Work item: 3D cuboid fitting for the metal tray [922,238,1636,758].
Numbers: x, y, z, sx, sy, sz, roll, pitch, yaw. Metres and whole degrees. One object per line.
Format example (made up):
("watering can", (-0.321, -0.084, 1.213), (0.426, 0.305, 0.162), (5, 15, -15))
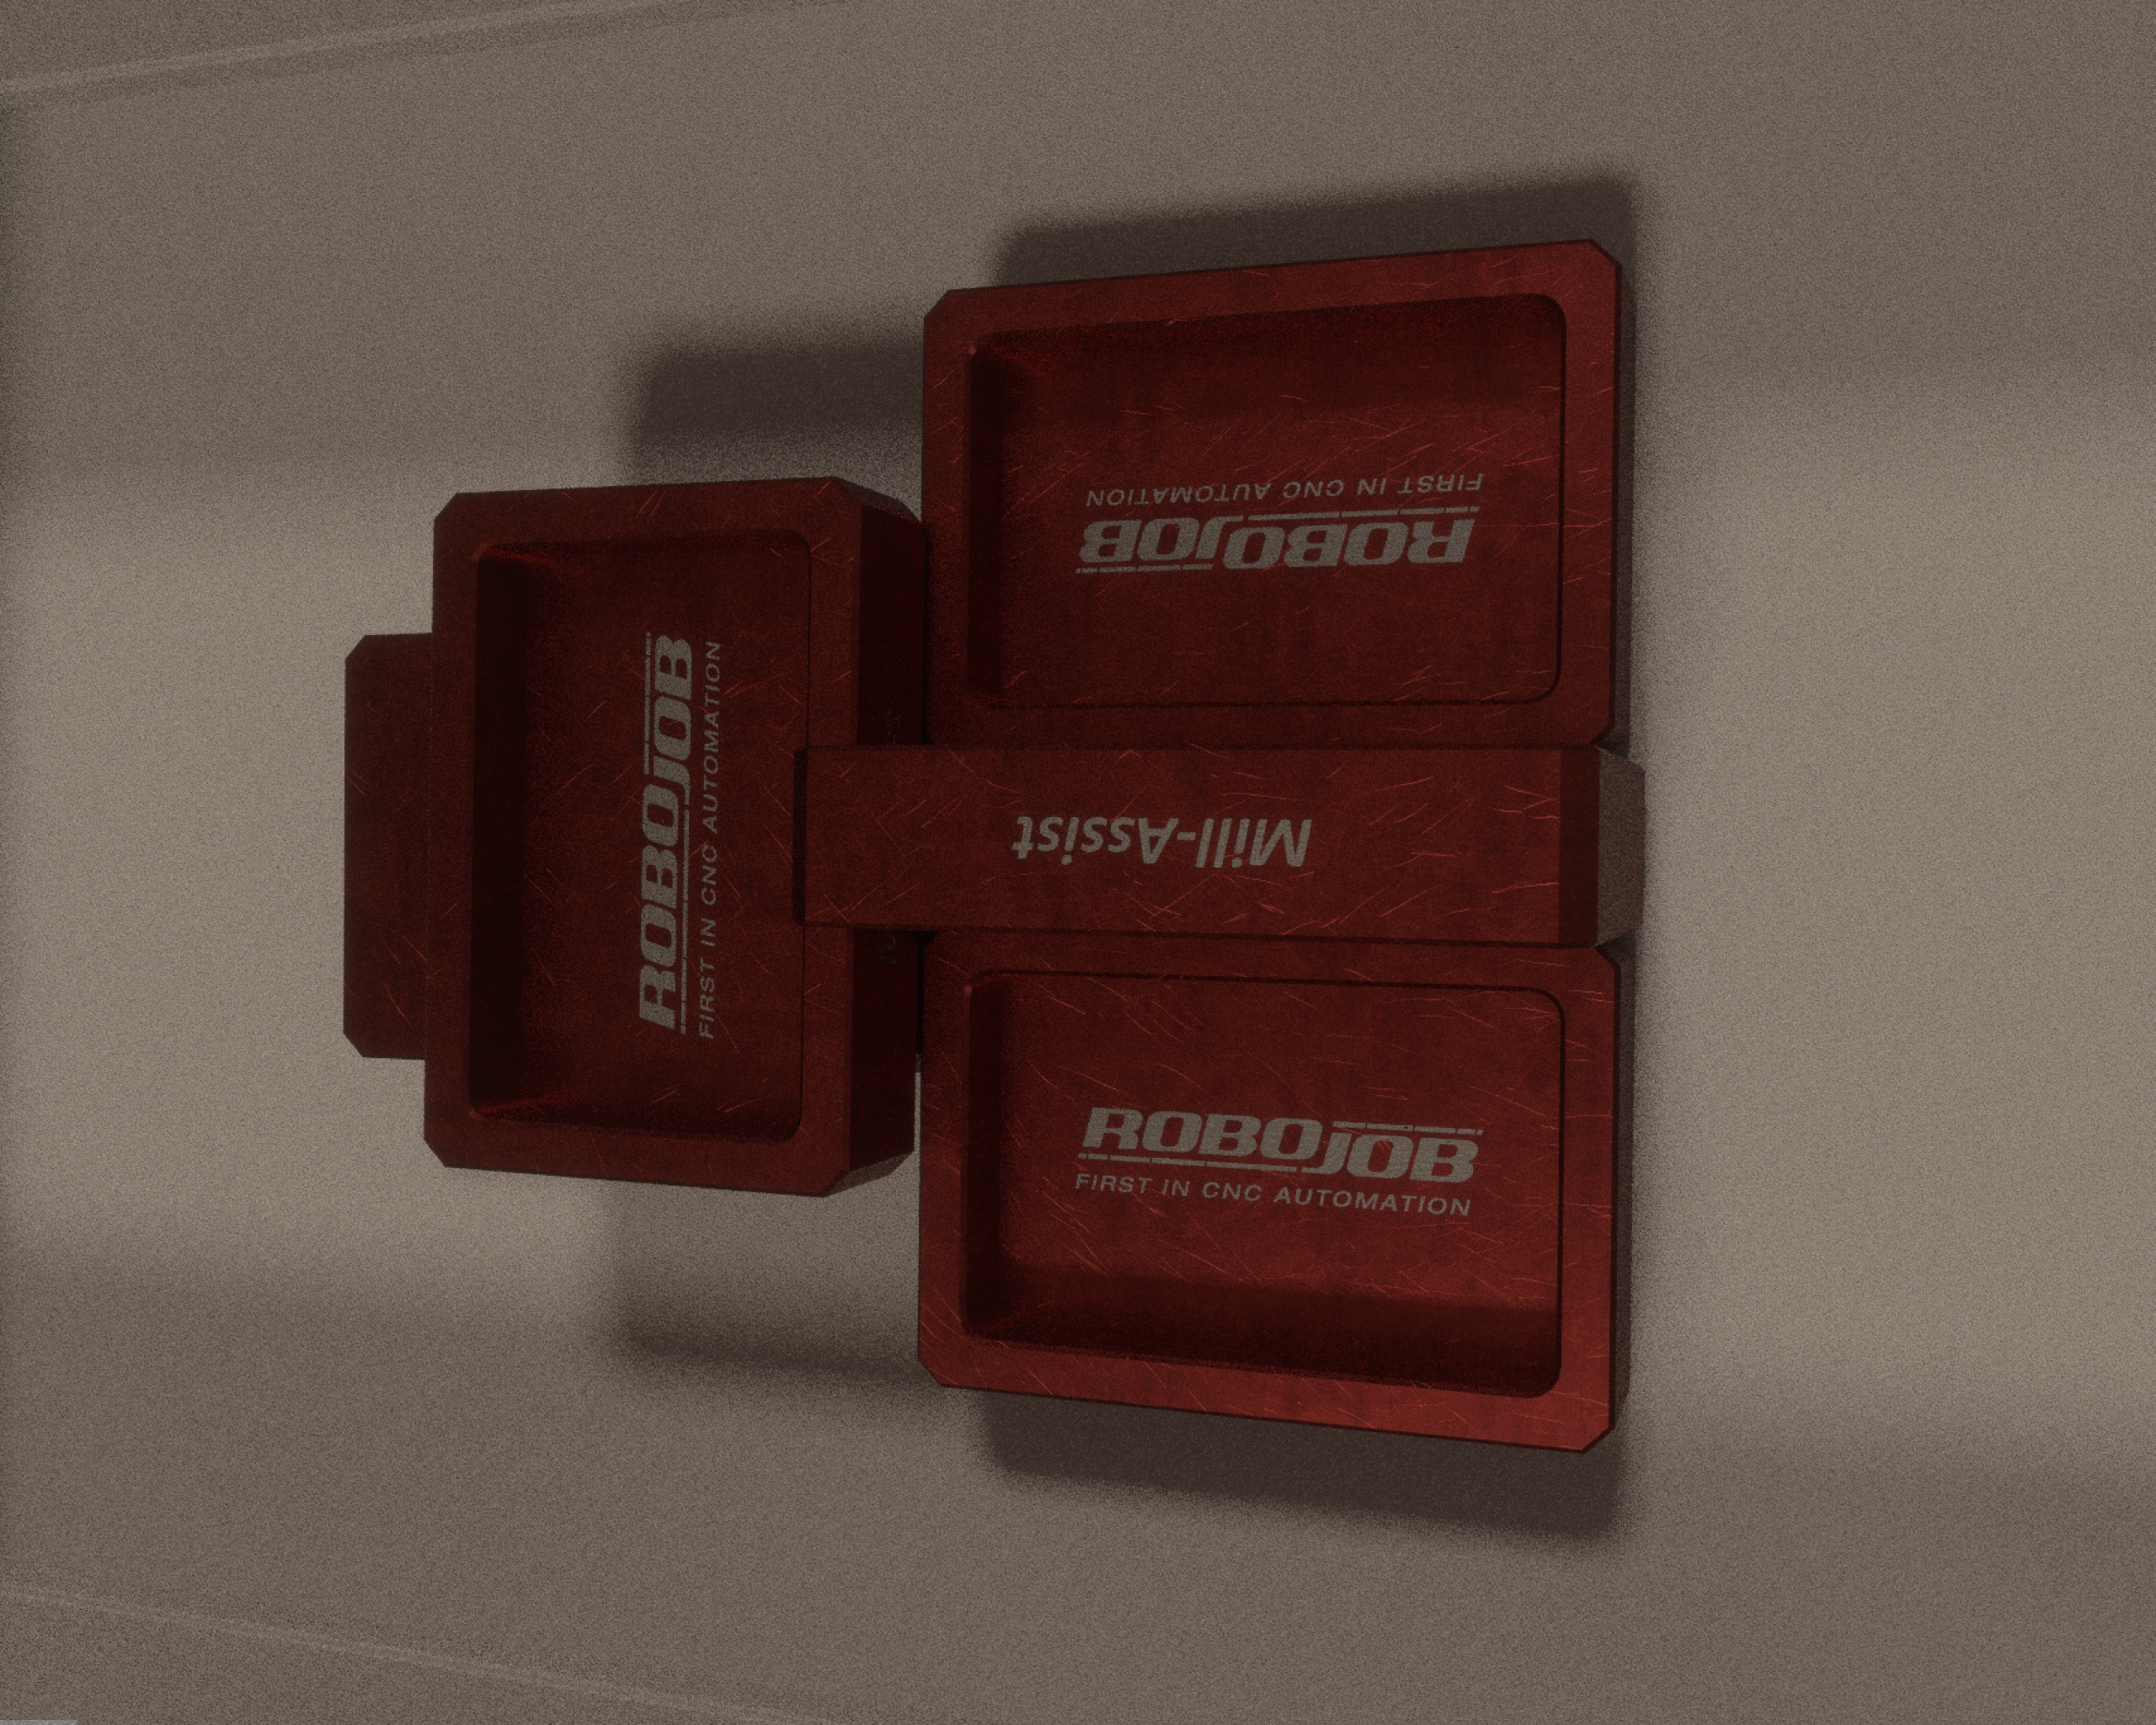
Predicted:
("metal tray", (0.036, -0.064, 0.393), (0.130, 0.030, 0.089), (1, 90, 19))

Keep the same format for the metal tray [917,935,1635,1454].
("metal tray", (0.036, 0.057, 0.393), (0.130, 0.030, 0.089), (1, 90, 19))

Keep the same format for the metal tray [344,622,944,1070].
("metal tray", (-0.090, -0.003, 0.435), (0.130, 0.030, 0.089), (0, 90, 19))

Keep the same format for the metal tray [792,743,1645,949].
("metal tray", (0.028, -0.004, 0.363), (0.130, 0.090, 0.030), (1, 91, 19))

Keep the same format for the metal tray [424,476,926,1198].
("metal tray", (-0.078, -0.005, 0.399), (0.090, 0.030, 0.129), (1, 90, 19))
